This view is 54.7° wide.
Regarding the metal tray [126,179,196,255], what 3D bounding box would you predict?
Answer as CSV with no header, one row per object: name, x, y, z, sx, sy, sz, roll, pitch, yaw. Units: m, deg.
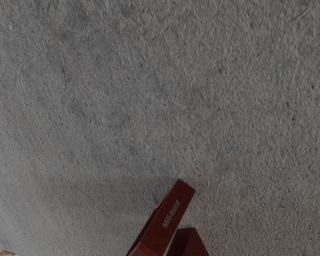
metal tray,-0.003,0.140,0.426,0.030,0.131,0.089,35,129,5

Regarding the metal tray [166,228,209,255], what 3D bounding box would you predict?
metal tray,0.053,0.233,0.478,0.030,0.090,0.129,-16,111,29
